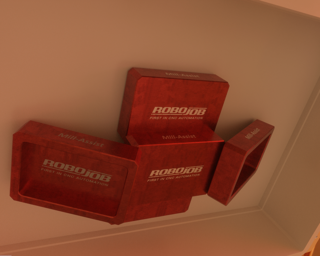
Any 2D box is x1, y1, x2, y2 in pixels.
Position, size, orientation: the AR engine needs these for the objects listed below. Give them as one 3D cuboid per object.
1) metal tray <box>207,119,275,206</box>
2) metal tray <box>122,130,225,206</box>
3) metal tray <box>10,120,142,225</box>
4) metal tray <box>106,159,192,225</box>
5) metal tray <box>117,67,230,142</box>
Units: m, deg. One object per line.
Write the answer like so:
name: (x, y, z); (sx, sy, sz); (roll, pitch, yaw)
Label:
metal tray: (0.122, 0.047, 0.458); (0.131, 0.030, 0.089); (-25, 135, -51)
metal tray: (0.015, 0.050, 0.403); (0.131, 0.030, 0.089); (-2, 119, -28)
metal tray: (-0.094, 0.051, 0.344); (0.131, 0.030, 0.089); (14, 115, -3)
metal tray: (-0.011, 0.088, 0.450); (0.131, 0.030, 0.089); (-1, 119, -29)
metal tray: (0.018, -0.025, 0.396); (0.131, 0.030, 0.089); (-1, 119, -29)
